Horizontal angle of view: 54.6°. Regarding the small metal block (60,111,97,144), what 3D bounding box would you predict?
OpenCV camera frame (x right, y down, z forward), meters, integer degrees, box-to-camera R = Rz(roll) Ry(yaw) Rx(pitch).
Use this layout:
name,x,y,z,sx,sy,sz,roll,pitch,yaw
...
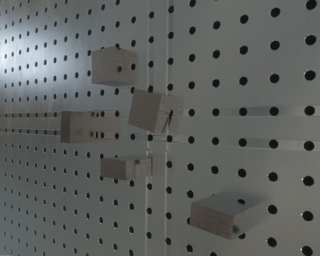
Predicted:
name,x,y,z,sx,sy,sz,roll,pitch,yaw
small metal block,-0.132,-0.002,0.504,0.025,0.050,0.050,4,93,40

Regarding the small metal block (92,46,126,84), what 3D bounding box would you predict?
name,x,y,z,sx,sy,sz,roll,pitch,yaw
small metal block,-0.079,-0.094,0.476,0.050,0.025,0.050,0,90,40

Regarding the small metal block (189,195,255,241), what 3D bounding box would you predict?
name,x,y,z,sx,sy,sz,roll,pitch,yaw
small metal block,0.068,0.095,0.338,0.050,0.050,0.025,8,95,40

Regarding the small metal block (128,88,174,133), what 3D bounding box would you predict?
name,x,y,z,sx,sy,sz,roll,pitch,yaw
small metal block,-0.013,-0.024,0.421,0.050,0.025,0.050,18,102,38

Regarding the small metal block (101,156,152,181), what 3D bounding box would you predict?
name,x,y,z,sx,sy,sz,roll,pitch,yaw
small metal block,-0.047,0.055,0.433,0.050,0.050,0.025,0,90,40
